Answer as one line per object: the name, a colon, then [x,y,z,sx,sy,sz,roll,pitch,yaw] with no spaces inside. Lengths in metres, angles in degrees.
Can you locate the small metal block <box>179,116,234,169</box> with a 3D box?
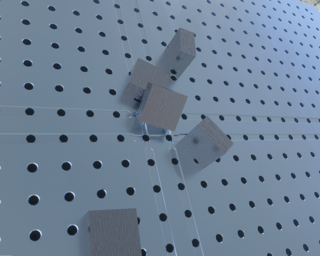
small metal block: [0.061,0.020,0.415,0.050,0.050,0.025,47,51,4]

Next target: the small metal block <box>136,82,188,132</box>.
small metal block: [0.002,-0.028,0.410,0.050,0.050,0.025,17,10,-19]

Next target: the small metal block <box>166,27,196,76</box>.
small metal block: [0.031,-0.118,0.483,0.025,0.050,0.050,14,56,-21]

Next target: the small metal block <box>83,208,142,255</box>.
small metal block: [-0.049,0.111,0.315,0.050,0.025,0.050,4,60,-26]

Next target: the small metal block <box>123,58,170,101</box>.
small metal block: [-0.019,-0.064,0.439,0.050,0.025,0.050,25,53,-14]
